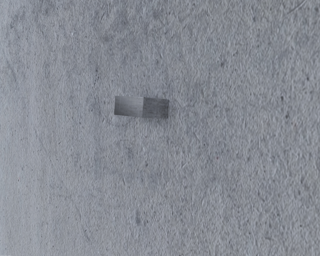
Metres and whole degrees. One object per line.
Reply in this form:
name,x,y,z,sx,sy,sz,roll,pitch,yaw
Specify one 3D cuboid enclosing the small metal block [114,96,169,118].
small metal block,-0.024,-0.027,0.407,0.050,0.050,0.025,7,95,39
